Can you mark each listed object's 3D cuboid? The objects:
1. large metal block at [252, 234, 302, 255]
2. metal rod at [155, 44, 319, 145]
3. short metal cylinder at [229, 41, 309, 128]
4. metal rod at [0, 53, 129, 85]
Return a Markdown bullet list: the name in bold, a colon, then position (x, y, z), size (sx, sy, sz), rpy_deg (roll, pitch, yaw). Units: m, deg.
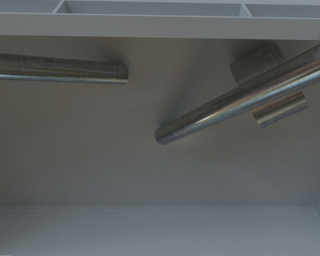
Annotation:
- **large metal block**: position (0.234, 0.263, 0.623), size (0.080, 0.050, 0.080), rpy_deg (-10, 130, 8)
- **metal rod**: position (0.075, -0.026, 0.296), size (0.025, 0.025, 0.299), rpy_deg (26, 154, -21)
- **short metal cylinder**: position (0.117, -0.046, 0.336), size (0.050, 0.080, 0.080), rpy_deg (-27, 125, 21)
- **metal rod**: position (-0.170, -0.057, 0.278), size (0.303, 0.025, 0.025), rpy_deg (-2, 136, -32)
